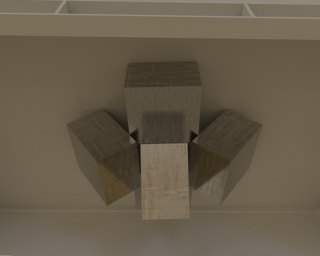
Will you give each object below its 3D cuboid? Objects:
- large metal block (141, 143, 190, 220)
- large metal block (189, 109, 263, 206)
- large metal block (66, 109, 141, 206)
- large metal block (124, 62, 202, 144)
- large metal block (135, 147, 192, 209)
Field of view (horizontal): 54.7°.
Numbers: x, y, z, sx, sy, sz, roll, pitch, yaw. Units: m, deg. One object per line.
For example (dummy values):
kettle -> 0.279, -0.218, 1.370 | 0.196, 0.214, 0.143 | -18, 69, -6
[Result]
large metal block -> 0.005, 0.059, 0.369 | 0.050, 0.080, 0.080 | -1, 86, -1
large metal block -> 0.081, 0.036, 0.393 | 0.050, 0.080, 0.079 | 28, 137, 28
large metal block -> -0.070, 0.036, 0.391 | 0.050, 0.080, 0.079 | -27, 137, -26
large metal block -> 0.004, -0.028, 0.363 | 0.080, 0.050, 0.079 | -1, 130, 1
large metal block -> 0.005, 0.075, 0.455 | 0.081, 0.050, 0.079 | 0, 130, -1
